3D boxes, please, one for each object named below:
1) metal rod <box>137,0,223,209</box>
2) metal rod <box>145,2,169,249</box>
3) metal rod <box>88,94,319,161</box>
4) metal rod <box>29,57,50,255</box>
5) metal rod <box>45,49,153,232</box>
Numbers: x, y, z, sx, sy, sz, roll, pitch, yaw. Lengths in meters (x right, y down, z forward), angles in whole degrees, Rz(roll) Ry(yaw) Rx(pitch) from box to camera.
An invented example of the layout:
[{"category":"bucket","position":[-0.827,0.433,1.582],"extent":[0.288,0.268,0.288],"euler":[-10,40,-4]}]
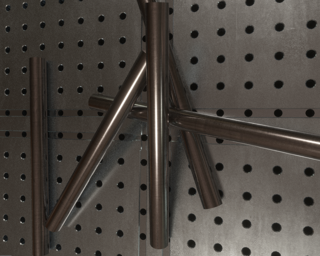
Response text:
[{"category":"metal rod","position":[0.022,-0.044,0.404],"extent":[0.025,0.025,0.299],"euler":[-19,84,18]},{"category":"metal rod","position":[-0.002,0.012,0.367],"extent":[0.025,0.025,0.298],"euler":[6,109,19]},{"category":"metal rod","position":[0.033,-0.008,0.369],"extent":[0.300,0.025,0.025],"euler":[13,94,30]},{"category":"metal rod","position":[-0.185,0.043,0.475],"extent":[0.025,0.025,0.298],"euler":[-1,90,19]},{"category":"metal rod","position":[-0.086,0.031,0.414],"extent":[0.025,0.025,0.298],"euler":[39,112,15]}]
